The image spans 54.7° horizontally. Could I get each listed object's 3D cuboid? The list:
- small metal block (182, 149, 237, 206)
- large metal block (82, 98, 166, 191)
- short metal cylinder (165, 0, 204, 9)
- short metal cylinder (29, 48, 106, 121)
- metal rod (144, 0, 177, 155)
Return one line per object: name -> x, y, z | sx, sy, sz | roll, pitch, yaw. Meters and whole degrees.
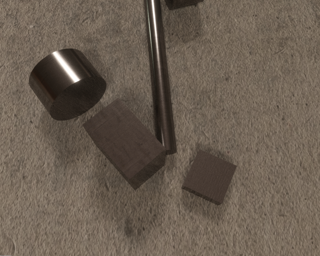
small metal block -> 0.061, 0.062, 0.386 | 0.050, 0.025, 0.050 | 24, 72, 8
large metal block -> -0.039, 0.023, 0.370 | 0.050, 0.080, 0.080 | -40, 75, -13
short metal cylinder -> 0.032, -0.224, 0.461 | 0.050, 0.080, 0.080 | -15, 71, -6
short metal cylinder -> -0.117, -0.054, 0.397 | 0.080, 0.080, 0.050 | -36, 74, -12
metal rod -> -0.004, -0.108, 0.447 | 0.025, 0.025, 0.299 | -5, 70, -2
